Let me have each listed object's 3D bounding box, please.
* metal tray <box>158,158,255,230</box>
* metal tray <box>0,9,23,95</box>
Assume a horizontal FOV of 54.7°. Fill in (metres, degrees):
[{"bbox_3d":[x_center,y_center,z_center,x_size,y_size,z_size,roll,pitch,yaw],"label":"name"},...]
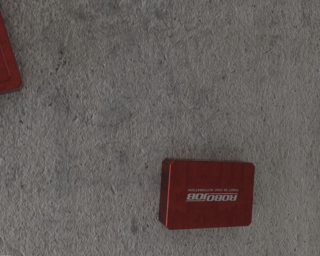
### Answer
[{"bbox_3d":[0.067,0.090,0.431,0.131,0.030,0.089,4,89,-20],"label":"metal tray"},{"bbox_3d":[-0.211,-0.094,0.328,0.091,0.030,0.129,-17,96,-19],"label":"metal tray"}]
